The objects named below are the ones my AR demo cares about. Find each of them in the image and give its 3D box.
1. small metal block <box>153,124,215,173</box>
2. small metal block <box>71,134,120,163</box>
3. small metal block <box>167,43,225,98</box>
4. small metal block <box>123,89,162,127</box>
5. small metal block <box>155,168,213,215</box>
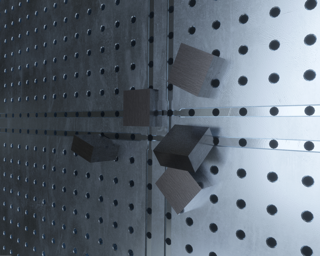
[{"bbox_3d":[0.029,0.022,0.367,0.050,0.050,0.025,6,132,40],"label":"small metal block"},{"bbox_3d":[-0.099,0.030,0.476,0.050,0.050,0.025,24,105,37],"label":"small metal block"},{"bbox_3d":[0.043,-0.069,0.375,0.050,0.025,0.050,32,110,35],"label":"small metal block"},{"bbox_3d":[-0.024,-0.027,0.431,0.050,0.025,0.050,1,91,40],"label":"small metal block"},{"bbox_3d":[0.029,0.070,0.386,0.050,0.025,0.050,51,120,28],"label":"small metal block"}]
